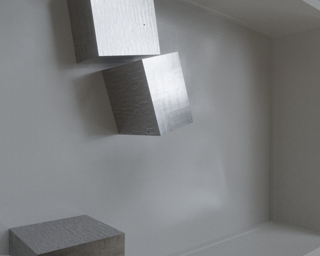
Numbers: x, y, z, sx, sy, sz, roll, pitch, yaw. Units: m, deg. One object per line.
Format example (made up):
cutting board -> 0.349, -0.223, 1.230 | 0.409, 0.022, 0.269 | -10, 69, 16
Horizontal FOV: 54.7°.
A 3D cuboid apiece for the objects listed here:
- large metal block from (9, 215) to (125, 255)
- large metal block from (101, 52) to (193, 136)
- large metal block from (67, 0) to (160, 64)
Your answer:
large metal block -> -0.090, 0.123, 0.296 | 0.081, 0.080, 0.050 | 1, 90, -40
large metal block -> -0.016, -0.037, 0.357 | 0.050, 0.080, 0.080 | -23, 105, -38
large metal block -> -0.051, -0.118, 0.347 | 0.081, 0.050, 0.079 | -13, 98, -39
